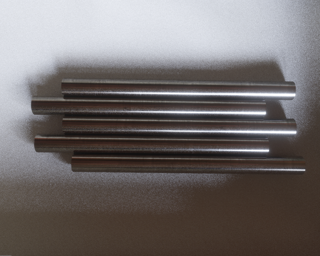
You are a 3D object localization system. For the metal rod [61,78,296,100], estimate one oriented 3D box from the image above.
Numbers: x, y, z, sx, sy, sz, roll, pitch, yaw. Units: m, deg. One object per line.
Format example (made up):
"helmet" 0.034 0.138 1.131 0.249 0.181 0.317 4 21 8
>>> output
"metal rod" 0.025 -0.052 0.410 0.302 0.025 0.025 1 90 -1

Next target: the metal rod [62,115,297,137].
"metal rod" 0.026 -0.002 0.410 0.302 0.025 0.025 1 90 -1

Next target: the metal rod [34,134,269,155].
"metal rod" -0.010 0.022 0.410 0.302 0.025 0.025 1 90 -1

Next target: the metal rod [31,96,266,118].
"metal rod" -0.014 -0.028 0.410 0.302 0.025 0.025 1 90 -1

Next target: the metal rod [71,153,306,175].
"metal rod" 0.037 0.048 0.411 0.302 0.025 0.025 1 90 -1
